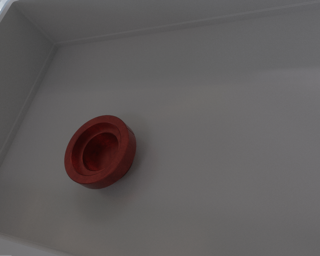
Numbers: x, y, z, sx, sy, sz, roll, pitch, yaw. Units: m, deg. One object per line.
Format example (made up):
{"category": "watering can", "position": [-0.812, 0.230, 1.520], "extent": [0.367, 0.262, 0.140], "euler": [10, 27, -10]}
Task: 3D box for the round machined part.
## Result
{"category": "round machined part", "position": [-0.074, 0.035, 0.414], "extent": [0.098, 0.042, 0.098], "euler": [-13, 56, 21]}
